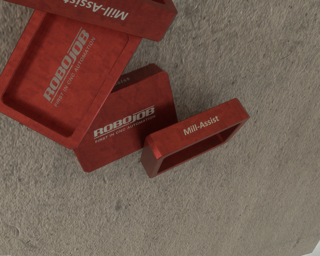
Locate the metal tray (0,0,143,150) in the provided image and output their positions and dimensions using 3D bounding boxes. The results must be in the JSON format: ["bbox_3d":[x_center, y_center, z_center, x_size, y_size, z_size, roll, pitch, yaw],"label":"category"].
[{"bbox_3d":[-0.087,-0.056,0.292,0.090,0.030,0.129,31,99,-10],"label":"metal tray"}]

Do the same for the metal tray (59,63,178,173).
[{"bbox_3d":[-0.047,-0.012,0.371,0.131,0.030,0.090,-24,128,-14],"label":"metal tray"}]

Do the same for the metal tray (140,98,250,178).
[{"bbox_3d":[0.042,0.015,0.402,0.131,0.030,0.090,-23,161,-18],"label":"metal tray"}]

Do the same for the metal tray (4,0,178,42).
[{"bbox_3d":[-0.058,-0.124,0.253,0.131,0.090,0.030,6,140,-31],"label":"metal tray"}]
